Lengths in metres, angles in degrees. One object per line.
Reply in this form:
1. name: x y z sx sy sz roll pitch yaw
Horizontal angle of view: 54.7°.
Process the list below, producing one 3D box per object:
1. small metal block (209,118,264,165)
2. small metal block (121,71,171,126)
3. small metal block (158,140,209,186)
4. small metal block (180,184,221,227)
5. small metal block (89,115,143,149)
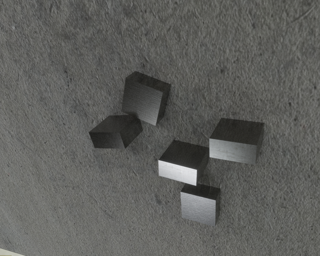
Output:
1. small metal block: 0.088 0.013 0.353 0.050 0.050 0.025 8 122 24
2. small metal block: -0.018 -0.038 0.393 0.050 0.025 0.050 23 127 14
3. small metal block: 0.032 0.043 0.401 0.050 0.050 0.025 12 124 21
4. small metal block: 0.058 0.108 0.443 0.050 0.025 0.050 9 123 23
5. small metal block: -0.059 0.004 0.425 0.050 0.050 0.025 -1 118 28
